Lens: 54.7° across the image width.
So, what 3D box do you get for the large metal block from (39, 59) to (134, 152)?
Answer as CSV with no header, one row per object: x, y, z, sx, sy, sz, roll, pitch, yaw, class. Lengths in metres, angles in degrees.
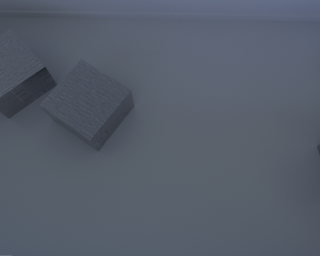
-0.092,-0.029,0.406,0.080,0.050,0.080,33,73,11,large metal block

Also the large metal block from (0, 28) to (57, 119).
-0.204,-0.074,0.422,0.080,0.050,0.080,-40,75,-13,large metal block

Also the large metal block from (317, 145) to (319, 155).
0.239,0.046,0.365,0.050,0.080,0.080,-5,70,-2,large metal block
